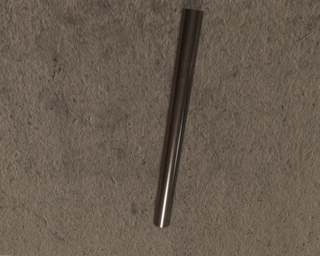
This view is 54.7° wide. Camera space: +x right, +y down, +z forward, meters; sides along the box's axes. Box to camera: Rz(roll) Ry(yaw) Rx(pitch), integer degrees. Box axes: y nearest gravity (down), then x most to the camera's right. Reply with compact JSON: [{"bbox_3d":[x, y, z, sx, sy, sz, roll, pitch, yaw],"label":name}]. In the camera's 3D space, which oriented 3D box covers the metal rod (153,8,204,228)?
[{"bbox_3d":[0.020,0.001,0.410,0.025,0.025,0.298,6,110,-3],"label":"metal rod"}]
